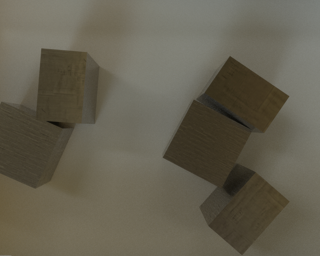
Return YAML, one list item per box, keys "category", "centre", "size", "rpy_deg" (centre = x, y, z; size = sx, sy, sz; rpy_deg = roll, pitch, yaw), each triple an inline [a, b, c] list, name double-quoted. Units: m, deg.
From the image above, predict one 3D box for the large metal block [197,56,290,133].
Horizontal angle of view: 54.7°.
- category: "large metal block"
  centre: [0.097, -0.037, 0.384]
  size: [0.080, 0.080, 0.050]
  rpy_deg: [34, 90, 0]

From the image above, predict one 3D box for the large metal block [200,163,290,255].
- category: "large metal block"
  centre: [0.099, 0.095, 0.385]
  size: [0.050, 0.080, 0.080]
  rpy_deg: [41, 90, 0]

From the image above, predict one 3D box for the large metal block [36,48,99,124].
- category: "large metal block"
  centre: [-0.110, -0.047, 0.382]
  size: [0.050, 0.080, 0.080]
  rpy_deg: [4, 90, -2]

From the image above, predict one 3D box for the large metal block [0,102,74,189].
- category: "large metal block"
  centre: [-0.170, 0.020, 0.397]
  size: [0.080, 0.050, 0.080]
  rpy_deg: [24, 90, 0]

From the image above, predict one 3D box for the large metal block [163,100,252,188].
- category: "large metal block"
  centre: [0.058, 0.019, 0.399]
  size: [0.080, 0.050, 0.080]
  rpy_deg: [28, 90, 0]
